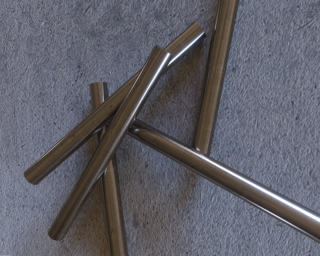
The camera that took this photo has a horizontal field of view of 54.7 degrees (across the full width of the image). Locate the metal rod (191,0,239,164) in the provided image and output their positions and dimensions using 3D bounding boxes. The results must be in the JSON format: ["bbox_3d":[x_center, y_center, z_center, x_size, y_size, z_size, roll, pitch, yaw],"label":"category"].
[{"bbox_3d":[0.074,-0.099,0.382,0.025,0.025,0.298,12,94,19],"label":"metal rod"}]

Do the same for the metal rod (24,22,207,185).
[{"bbox_3d":[-0.063,-0.028,0.408,0.300,0.025,0.025,-40,77,6],"label":"metal rod"}]

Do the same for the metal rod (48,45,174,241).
[{"bbox_3d":[-0.071,0.030,0.404,0.025,0.025,0.299,37,106,16],"label":"metal rod"}]

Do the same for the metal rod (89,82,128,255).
[{"bbox_3d":[-0.068,0.085,0.433,0.025,0.025,0.298,-8,87,20],"label":"metal rod"}]

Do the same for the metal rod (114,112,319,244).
[{"bbox_3d":[0.056,0.046,0.356,0.300,0.025,0.025,27,99,30],"label":"metal rod"}]
